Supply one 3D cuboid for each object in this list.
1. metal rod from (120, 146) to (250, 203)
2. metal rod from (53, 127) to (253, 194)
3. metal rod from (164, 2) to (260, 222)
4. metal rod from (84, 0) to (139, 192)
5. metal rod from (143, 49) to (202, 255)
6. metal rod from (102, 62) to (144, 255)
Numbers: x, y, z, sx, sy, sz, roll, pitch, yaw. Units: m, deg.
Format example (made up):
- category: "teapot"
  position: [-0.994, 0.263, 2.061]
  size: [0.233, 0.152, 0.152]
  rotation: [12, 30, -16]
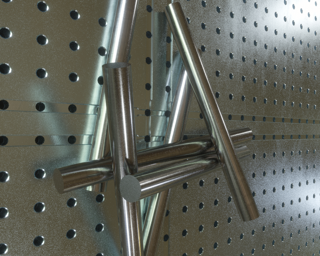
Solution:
- category: "metal rod"
  position: [0.057, 0.048, 0.403]
  size: [0.302, 0.025, 0.025]
  rotation: [-4, 93, -56]
- category: "metal rod"
  position: [0.019, 0.030, 0.390]
  size: [0.302, 0.025, 0.025]
  rotation: [-10, 97, -39]
- category: "metal rod"
  position: [0.067, -0.024, 0.412]
  size: [0.025, 0.025, 0.299]
  rotation: [-16, 84, -39]
- category: "metal rod"
  position: [-0.050, -0.077, 0.365]
  size: [0.025, 0.025, 0.299]
  rotation: [15, 81, -39]
- category: "metal rod"
  position: [0.014, 0.031, 0.419]
  size: [0.025, 0.025, 0.299]
  rotation: [22, 76, -38]
- category: "metal rod"
  position: [-0.033, 0.082, 0.327]
  size: [0.025, 0.025, 0.298]
  rotation: [-22, 120, -38]
